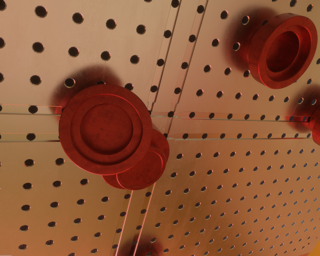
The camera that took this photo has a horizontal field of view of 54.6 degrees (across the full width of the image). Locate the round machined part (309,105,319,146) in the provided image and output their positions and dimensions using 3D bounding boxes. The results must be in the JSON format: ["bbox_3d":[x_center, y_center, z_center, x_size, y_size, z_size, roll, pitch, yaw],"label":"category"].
[{"bbox_3d":[0.313,-0.012,0.562,0.099,0.042,0.097,-14,124,-21],"label":"round machined part"}]

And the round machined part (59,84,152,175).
[{"bbox_3d":[-0.059,0.001,0.349,0.099,0.042,0.097,0,93,-7],"label":"round machined part"}]

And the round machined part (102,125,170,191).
[{"bbox_3d":[-0.031,0.043,0.409,0.099,0.042,0.097,-14,124,-21],"label":"round machined part"}]

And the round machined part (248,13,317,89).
[{"bbox_3d":[0.160,-0.106,0.421,0.099,0.042,0.097,-14,124,-21],"label":"round machined part"}]
